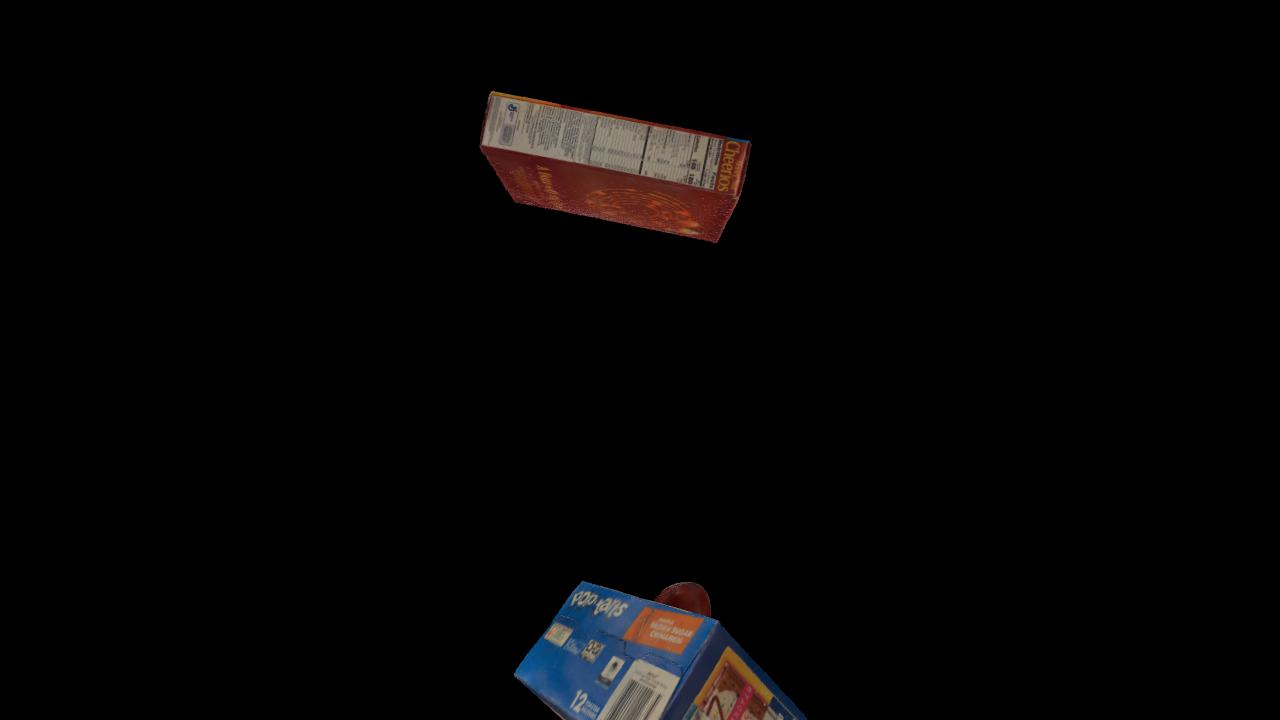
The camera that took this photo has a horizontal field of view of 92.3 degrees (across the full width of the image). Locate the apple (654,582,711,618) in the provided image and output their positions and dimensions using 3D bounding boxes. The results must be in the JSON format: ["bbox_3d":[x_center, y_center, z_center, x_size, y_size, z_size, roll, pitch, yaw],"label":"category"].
[{"bbox_3d":[0.061,0.367,0.902,0.093,0.079,0.079,-8,4,-28],"label":"apple"}]

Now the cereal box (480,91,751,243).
[{"bbox_3d":[-0.027,-0.237,0.789,0.306,0.081,0.203,11,-3,2],"label":"cereal box"}]

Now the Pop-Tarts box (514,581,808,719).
[{"bbox_3d":[0.020,0.227,0.391,0.083,0.141,0.167,-47,15,-29],"label":"Pop-Tarts box"}]
